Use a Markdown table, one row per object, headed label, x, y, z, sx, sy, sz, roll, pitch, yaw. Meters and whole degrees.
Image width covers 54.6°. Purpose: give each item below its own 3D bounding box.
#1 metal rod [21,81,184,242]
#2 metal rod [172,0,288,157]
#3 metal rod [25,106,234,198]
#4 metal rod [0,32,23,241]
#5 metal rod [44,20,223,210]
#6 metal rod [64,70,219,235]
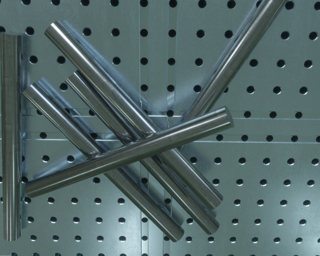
| label | x | y | z | sx | sy | sz | roll | pitch | yaw |
| --- | --- | --- | --- | --- | --- | --- | --- | --- | --- |
| metal rod | -0.069 | 0.056 | 0.433 | 0.025 | 0.025 | 0.300 | -38 | 106 | 13 |
| metal rod | 0.092 | -0.085 | 0.382 | 0.025 | 0.025 | 0.299 | 30 | 107 | -11 |
| metal rod | -0.055 | 0.038 | 0.389 | 0.300 | 0.025 | 0.025 | -21 | 110 | 22 |
| metal rod | -0.201 | 0.025 | 0.421 | 0.025 | 0.025 | 0.298 | 9 | 110 | -3 |
| metal rod | -0.027 | -0.010 | 0.390 | 0.025 | 0.025 | 0.300 | -41 | 98 | 13 |
| metal rod | -0.015 | 0.042 | 0.428 | 0.025 | 0.025 | 0.300 | -37 | 106 | 12 |
